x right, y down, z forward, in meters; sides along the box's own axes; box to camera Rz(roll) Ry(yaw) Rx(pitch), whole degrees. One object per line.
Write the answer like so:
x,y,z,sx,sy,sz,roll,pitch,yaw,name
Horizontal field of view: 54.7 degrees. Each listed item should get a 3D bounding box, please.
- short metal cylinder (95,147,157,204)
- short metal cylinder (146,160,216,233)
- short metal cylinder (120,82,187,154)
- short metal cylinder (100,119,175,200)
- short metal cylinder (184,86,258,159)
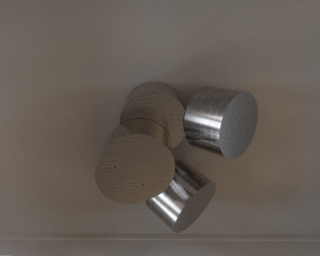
-0.042,0.054,0.416,0.081,0.050,0.079,0,110,-1,short metal cylinder
0.028,0.089,0.406,0.050,0.081,0.079,36,111,30,short metal cylinder
-0.007,-0.014,0.391,0.081,0.050,0.079,0,110,-1,short metal cylinder
-0.024,0.035,0.354,0.081,0.050,0.079,0,110,-1,short metal cylinder
0.074,-0.008,0.372,0.081,0.050,0.079,-18,115,-42,short metal cylinder
